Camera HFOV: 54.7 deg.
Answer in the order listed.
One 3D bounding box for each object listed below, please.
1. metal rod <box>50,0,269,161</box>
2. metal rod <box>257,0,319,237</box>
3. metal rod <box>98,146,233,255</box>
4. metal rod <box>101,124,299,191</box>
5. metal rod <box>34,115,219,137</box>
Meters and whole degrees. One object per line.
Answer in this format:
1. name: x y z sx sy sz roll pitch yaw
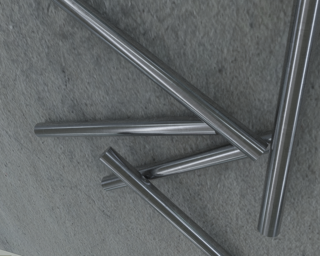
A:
1. metal rod: -0.007 -0.068 0.351 0.300 0.025 0.025 39 129 7
2. metal rod: 0.127 -0.019 0.302 0.025 0.025 0.298 10 115 22
3. metal rod: 0.030 0.136 0.451 0.300 0.025 0.025 44 129 -12
4. metal rod: 0.030 0.049 0.420 0.300 0.025 0.025 -20 108 35
5. metal rod: -0.064 0.000 0.438 0.300 0.025 0.025 -2 118 28
